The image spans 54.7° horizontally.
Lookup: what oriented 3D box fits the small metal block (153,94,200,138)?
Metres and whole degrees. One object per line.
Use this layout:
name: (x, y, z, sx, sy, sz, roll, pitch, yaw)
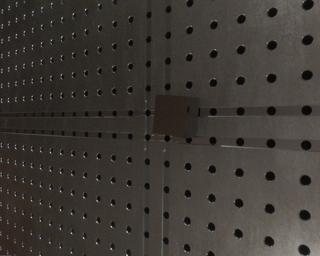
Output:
small metal block: (0.020, -0.015, 0.391, 0.050, 0.025, 0.050, 9, 96, 39)
